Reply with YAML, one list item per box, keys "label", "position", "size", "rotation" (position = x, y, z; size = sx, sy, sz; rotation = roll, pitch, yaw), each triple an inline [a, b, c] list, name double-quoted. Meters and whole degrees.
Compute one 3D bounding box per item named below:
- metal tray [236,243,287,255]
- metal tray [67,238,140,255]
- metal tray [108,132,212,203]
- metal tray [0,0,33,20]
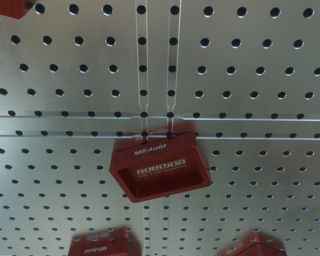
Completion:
- label: "metal tray"
  position: [0.199, 0.300, 0.664]
  size: [0.090, 0.030, 0.129]
  rotation: [27, 125, -21]
- label: "metal tray"
  position: [-0.113, 0.273, 0.640]
  size: [0.130, 0.030, 0.090]
  rotation: [-14, 129, 11]
- label: "metal tray"
  position: [0.002, 0.062, 0.460]
  size: [0.130, 0.030, 0.090]
  rotation: [-16, 129, 13]
- label: "metal tray"
  position: [-0.183, -0.159, 0.272]
  size: [0.131, 0.030, 0.089]
  rotation: [12, 129, -10]
